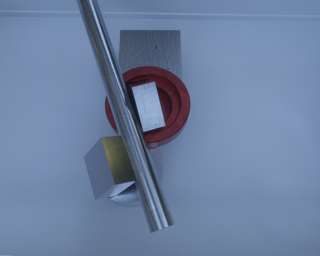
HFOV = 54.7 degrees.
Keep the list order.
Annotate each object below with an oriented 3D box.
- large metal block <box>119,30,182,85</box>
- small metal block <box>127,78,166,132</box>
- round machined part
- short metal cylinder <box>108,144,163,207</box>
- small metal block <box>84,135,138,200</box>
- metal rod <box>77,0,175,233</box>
[{"bbox_3d":[-0.013,-0.085,0.424,0.081,0.050,0.080,0,70,-1],"label":"large metal block"},{"bbox_3d":[-0.017,-0.028,0.354,0.025,0.050,0.050,-16,106,-10],"label":"small metal block"},{"bbox_3d":[-0.014,-0.022,0.376,0.099,0.042,0.098,0,70,-1],"label":"round machined part"},{"bbox_3d":[-0.037,0.053,0.376,0.081,0.050,0.080,0,70,0],"label":"short metal cylinder"},{"bbox_3d":[-0.053,0.042,0.324,0.025,0.050,0.050,-5,65,-38],"label":"small metal block"},{"bbox_3d":[-0.046,-0.036,0.346,0.025,0.025,0.299,-18,71,-7],"label":"metal rod"}]
